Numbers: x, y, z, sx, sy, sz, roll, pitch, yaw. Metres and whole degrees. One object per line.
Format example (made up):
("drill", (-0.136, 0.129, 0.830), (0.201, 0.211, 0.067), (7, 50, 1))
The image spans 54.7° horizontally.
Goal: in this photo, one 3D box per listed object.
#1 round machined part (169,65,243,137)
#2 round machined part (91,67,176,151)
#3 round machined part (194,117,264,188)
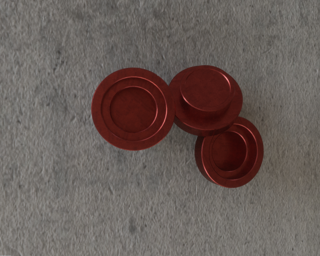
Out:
("round machined part", (0.058, -0.042, 0.399), (0.099, 0.042, 0.098), (1, 64, -1))
("round machined part", (-0.033, -0.022, 0.382), (0.099, 0.042, 0.097), (0, 90, -8))
("round machined part", (0.092, 0.032, 0.436), (0.099, 0.042, 0.097), (0, 90, -21))
